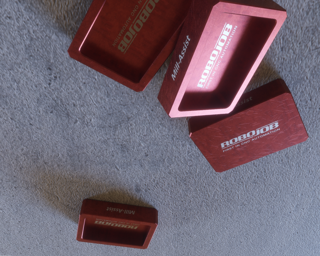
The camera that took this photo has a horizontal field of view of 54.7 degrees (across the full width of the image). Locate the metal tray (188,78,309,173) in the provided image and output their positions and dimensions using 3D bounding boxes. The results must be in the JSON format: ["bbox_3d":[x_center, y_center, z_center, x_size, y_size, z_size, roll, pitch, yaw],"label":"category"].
[{"bbox_3d":[0.114,0.002,0.407,0.130,0.030,0.090,-25,126,19],"label":"metal tray"}]

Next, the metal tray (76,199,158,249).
[{"bbox_3d":[-0.077,0.173,0.549,0.131,0.030,0.089,11,129,-9],"label":"metal tray"}]

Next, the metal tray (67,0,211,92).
[{"bbox_3d":[-0.024,-0.107,0.311,0.090,0.030,0.129,26,125,-21],"label":"metal tray"}]

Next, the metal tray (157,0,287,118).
[{"bbox_3d":[0.059,-0.070,0.319,0.091,0.030,0.129,-5,137,-29],"label":"metal tray"}]
